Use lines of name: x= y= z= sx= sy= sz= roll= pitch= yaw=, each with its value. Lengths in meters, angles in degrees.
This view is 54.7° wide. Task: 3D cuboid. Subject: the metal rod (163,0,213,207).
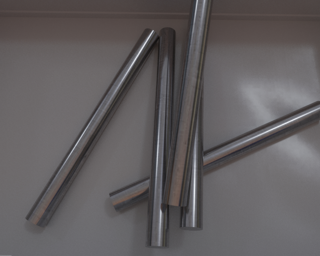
metal rod: x=0.037 y=-0.066 z=0.346 sx=0.025 sy=0.025 sz=0.298 roll=8 pitch=83 yaw=3

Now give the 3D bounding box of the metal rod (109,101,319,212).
metal rod: x=0.081 y=0.033 z=0.398 sx=0.302 sy=0.025 sz=0.025 roll=-23 pitch=72 yaw=-8

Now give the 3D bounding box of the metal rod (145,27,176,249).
metal rod: x=0.004 y=-0.008 z=0.393 sx=0.025 sy=0.025 sz=0.299 roll=3 pitch=63 yaw=1

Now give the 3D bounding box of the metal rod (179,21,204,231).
metal rod: x=0.044 y=-0.025 z=0.400 sx=0.025 sy=0.025 sz=0.299 roll=4 pitch=63 yaw=1

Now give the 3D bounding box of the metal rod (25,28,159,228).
metal rod: x=-0.080 y=-0.013 z=0.413 sx=0.025 sy=0.025 sz=0.300 roll=26 pitch=72 yaw=9
